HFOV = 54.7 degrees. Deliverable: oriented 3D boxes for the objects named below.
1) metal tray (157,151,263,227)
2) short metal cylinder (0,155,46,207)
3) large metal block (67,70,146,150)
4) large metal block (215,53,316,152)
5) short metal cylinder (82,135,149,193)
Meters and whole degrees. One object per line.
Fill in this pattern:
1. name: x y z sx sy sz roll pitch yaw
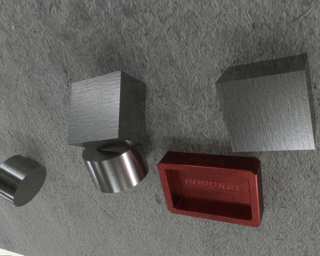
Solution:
1. metal tray: 0.068 0.080 0.417 0.130 0.030 0.089 2 119 27
2. short metal cylinder: -0.256 0.096 0.565 0.050 0.080 0.079 26 128 12
3. large metal block: -0.066 -0.018 0.388 0.080 0.050 0.080 -8 74 31
4. large metal block: 0.111 -0.024 0.318 0.080 0.050 0.080 -5 116 30
5. short metal cylinder: -0.061 0.045 0.431 0.080 0.080 0.050 -2 118 29
